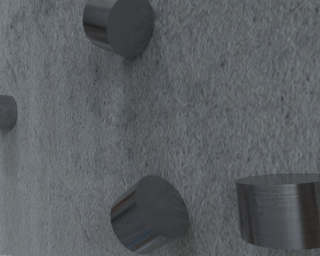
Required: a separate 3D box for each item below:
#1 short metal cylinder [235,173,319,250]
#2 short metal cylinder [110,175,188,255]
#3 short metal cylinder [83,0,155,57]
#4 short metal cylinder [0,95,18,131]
[{"bbox_3d":[0.111,0.070,0.277,0.080,0.081,0.050,-8,85,39],"label":"short metal cylinder"},{"bbox_3d":[-0.012,0.105,0.377,0.050,0.081,0.080,-42,65,32],"label":"short metal cylinder"},{"bbox_3d":[-0.053,-0.140,0.411,0.050,0.081,0.079,28,108,36],"label":"short metal cylinder"},{"bbox_3d":[-0.357,-0.034,0.678,0.080,0.050,0.079,0,90,39],"label":"short metal cylinder"}]
